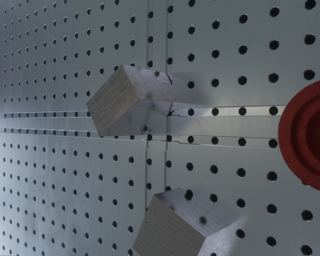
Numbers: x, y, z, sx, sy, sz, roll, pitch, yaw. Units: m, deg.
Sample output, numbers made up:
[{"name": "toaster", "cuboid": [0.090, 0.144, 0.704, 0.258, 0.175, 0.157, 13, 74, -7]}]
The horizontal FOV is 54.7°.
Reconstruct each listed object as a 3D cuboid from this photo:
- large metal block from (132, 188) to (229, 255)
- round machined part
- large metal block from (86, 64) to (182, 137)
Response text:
[{"name": "large metal block", "cuboid": [0.023, 0.132, 0.374, 0.080, 0.050, 0.079, 32, 110, 35]}, {"name": "round machined part", "cuboid": [0.158, 0.006, 0.267, 0.098, 0.042, 0.097, 0, 90, 40]}, {"name": "large metal block", "cuboid": [-0.034, -0.032, 0.402, 0.080, 0.081, 0.050, -40, 66, 33]}]
